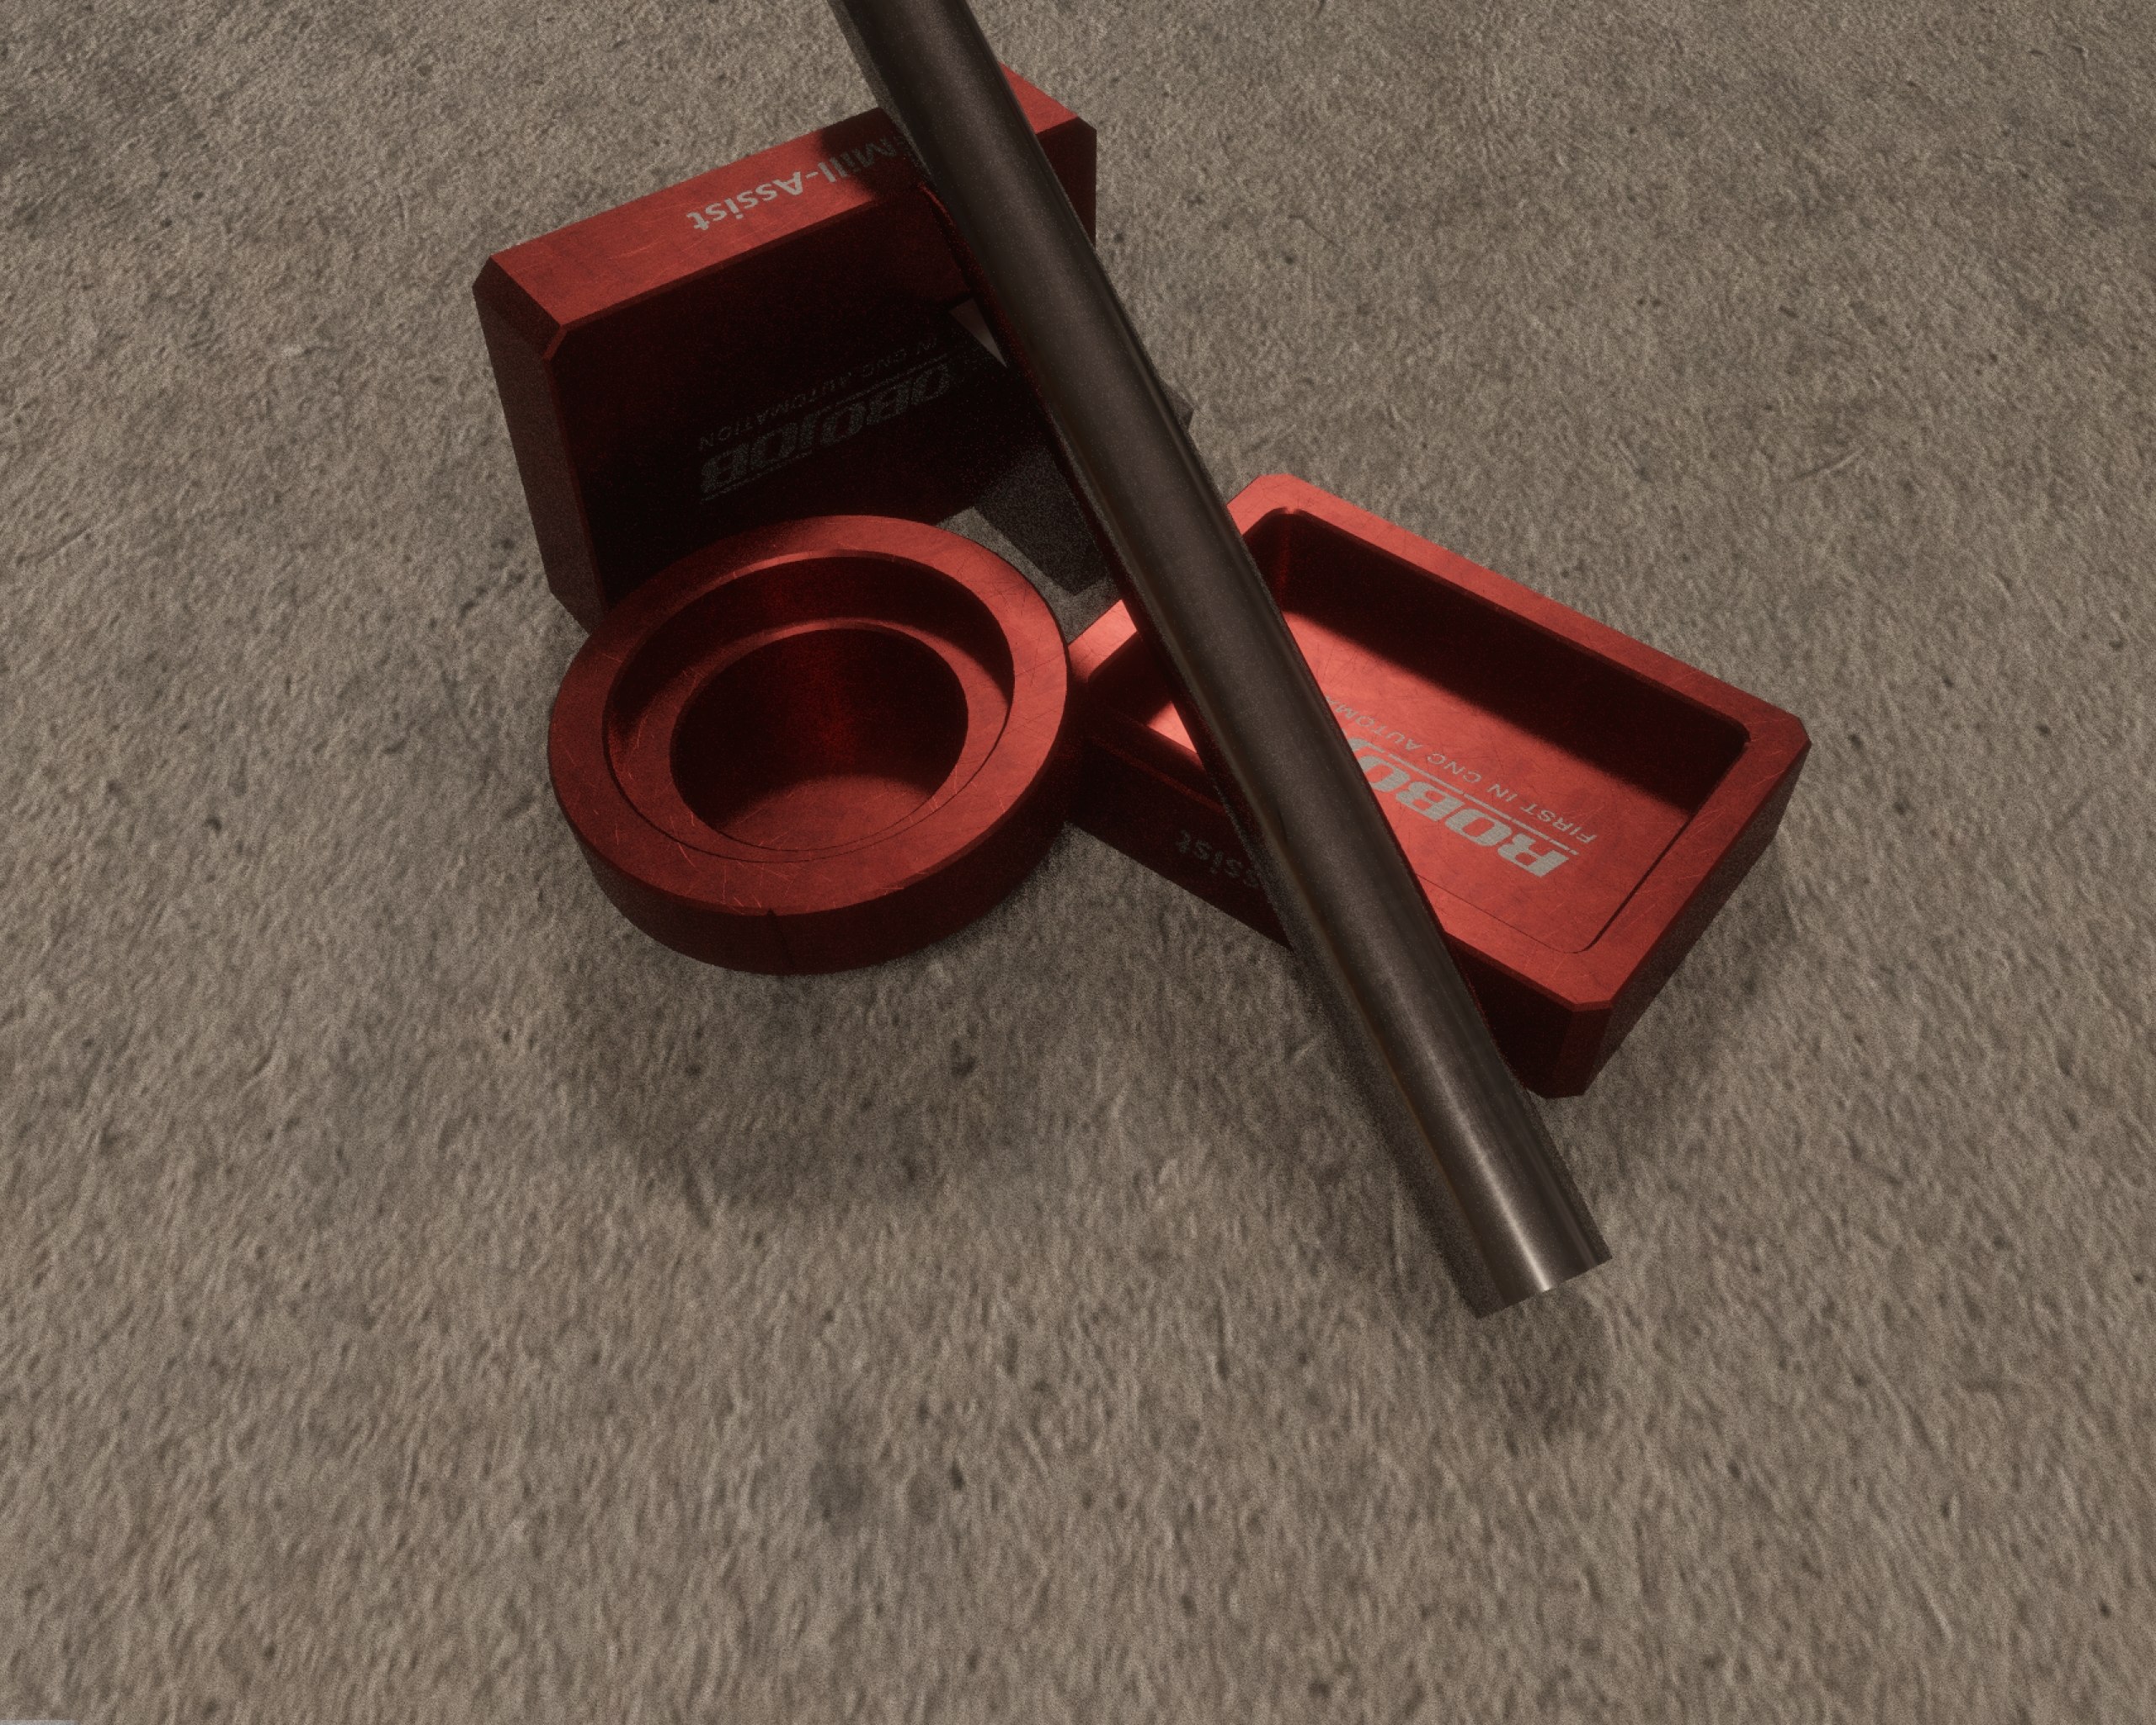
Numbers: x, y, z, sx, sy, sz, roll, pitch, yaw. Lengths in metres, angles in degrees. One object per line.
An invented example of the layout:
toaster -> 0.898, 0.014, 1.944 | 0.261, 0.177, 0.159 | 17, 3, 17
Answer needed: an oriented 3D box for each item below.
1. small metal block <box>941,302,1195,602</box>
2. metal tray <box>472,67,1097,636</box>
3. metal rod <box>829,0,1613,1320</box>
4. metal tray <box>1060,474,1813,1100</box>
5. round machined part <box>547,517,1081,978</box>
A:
small metal block -> -0.005, -0.095, 0.461 | 0.025, 0.050, 0.050 | -37, 74, -24
metal tray -> -0.056, -0.107, 0.451 | 0.131, 0.089, 0.030 | -30, 57, -23
metal rod -> 0.017, -0.060, 0.386 | 0.025, 0.025, 0.299 | -21, 75, -17
metal tray -> 0.066, -0.021, 0.420 | 0.130, 0.030, 0.090 | 31, 56, 23
round machined part -> -0.048, -0.018, 0.403 | 0.099, 0.042, 0.098 | -3, 53, 5
